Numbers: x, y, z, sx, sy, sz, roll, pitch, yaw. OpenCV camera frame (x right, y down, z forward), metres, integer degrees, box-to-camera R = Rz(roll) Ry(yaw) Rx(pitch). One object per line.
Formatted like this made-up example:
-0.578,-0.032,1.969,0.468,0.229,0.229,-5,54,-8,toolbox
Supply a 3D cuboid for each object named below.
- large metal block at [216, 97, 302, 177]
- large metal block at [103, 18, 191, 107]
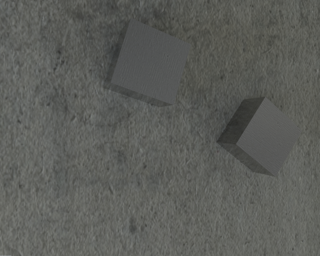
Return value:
0.144,0.012,0.451,0.080,0.050,0.080,38,78,-17,large metal block
-0.017,-0.078,0.390,0.081,0.050,0.080,18,84,-20,large metal block
